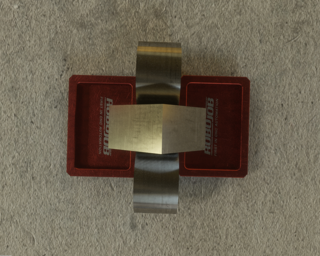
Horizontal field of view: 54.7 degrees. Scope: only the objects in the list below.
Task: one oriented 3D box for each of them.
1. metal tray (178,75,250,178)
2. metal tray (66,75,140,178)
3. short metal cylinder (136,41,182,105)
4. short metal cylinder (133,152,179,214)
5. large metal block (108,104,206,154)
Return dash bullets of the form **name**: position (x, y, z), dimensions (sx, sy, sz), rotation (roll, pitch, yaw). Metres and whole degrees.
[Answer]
- **metal tray**: position (0.068, -0.002, 0.409), dimensions (0.091, 0.030, 0.129), rotation (2, 90, 0)
- **metal tray**: position (-0.072, -0.002, 0.408), dimensions (0.091, 0.030, 0.129), rotation (2, 90, 0)
- **short metal cylinder**: position (-0.001, -0.065, 0.383), dimensions (0.050, 0.080, 0.079), rotation (2, 90, 0)
- **short metal cylinder**: position (-0.004, 0.065, 0.383), dimensions (0.050, 0.080, 0.079), rotation (2, 90, 0)
- **large metal block**: position (-0.002, 0.000, 0.363), dimensions (0.080, 0.081, 0.050), rotation (2, 91, 40)
